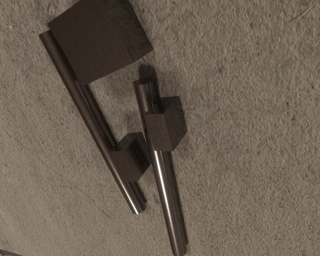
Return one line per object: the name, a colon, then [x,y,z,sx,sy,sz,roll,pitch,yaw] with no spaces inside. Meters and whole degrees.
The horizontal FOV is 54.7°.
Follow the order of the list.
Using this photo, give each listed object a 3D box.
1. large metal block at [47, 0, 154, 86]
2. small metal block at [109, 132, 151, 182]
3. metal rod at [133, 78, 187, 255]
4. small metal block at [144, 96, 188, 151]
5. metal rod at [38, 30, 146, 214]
large metal block: [-0.068,-0.106,0.359,0.080,0.050,0.080,-17,110,34]
small metal block: [-0.039,0.040,0.434,0.025,0.050,0.050,-6,116,31]
metal rod: [0.006,0.073,0.447,0.025,0.025,0.298,3,120,26]
small metal block: [0.009,-0.006,0.381,0.025,0.050,0.050,-1,118,28]
metal rod: [-0.090,0.003,0.454,0.025,0.025,0.299,-11,113,32]
